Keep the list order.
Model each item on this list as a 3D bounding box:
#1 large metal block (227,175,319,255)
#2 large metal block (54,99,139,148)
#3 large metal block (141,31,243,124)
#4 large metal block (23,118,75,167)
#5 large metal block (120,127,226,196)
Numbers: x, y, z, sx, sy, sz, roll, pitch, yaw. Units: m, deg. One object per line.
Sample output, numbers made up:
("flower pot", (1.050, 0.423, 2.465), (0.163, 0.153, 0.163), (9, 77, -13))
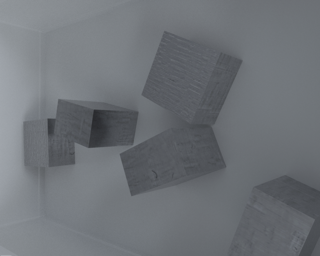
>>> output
("large metal block", (0.109, 0.094, 0.280), (0.050, 0.081, 0.079), (27, 107, 36))
("large metal block", (-0.091, -0.008, 0.443), (0.080, 0.081, 0.050), (16, 101, 38))
("large metal block", (0.035, -0.058, 0.360), (0.080, 0.050, 0.079), (33, 110, 35))
("large metal block", (-0.197, 0.026, 0.550), (0.080, 0.050, 0.080), (-4, 88, 39))
("large metal block", (0.015, 0.038, 0.357), (0.080, 0.081, 0.050), (-28, 73, 36))
